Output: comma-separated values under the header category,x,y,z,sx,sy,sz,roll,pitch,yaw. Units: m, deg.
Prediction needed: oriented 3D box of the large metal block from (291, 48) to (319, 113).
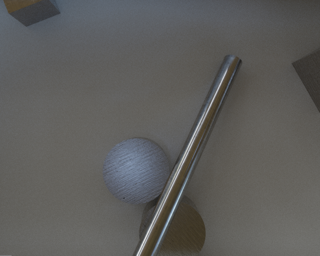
category,x,y,z,sx,sy,sz,roll,pitch,yaw
large metal block,0.223,-0.067,0.387,0.050,0.080,0.080,-30,90,0

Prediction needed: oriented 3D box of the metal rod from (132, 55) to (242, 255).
category,x,y,z,sx,sy,sz,roll,pitch,yaw
metal rod,0.034,0.039,0.375,0.025,0.025,0.300,26,75,0

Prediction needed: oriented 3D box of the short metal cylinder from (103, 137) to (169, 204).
category,x,y,z,sx,sy,sz,roll,pitch,yaw
short metal cylinder,-0.029,0.052,0.399,0.081,0.050,0.079,0,90,-1

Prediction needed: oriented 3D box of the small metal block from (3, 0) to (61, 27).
category,x,y,z,sx,sy,sz,roll,pitch,yaw
small metal block,-0.163,-0.158,0.397,0.050,0.050,0.025,-22,90,0

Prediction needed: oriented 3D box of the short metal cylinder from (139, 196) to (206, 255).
category,x,y,z,sx,sy,sz,roll,pitch,yaw
short metal cylinder,0.015,0.128,0.399,0.081,0.050,0.079,0,90,-1
